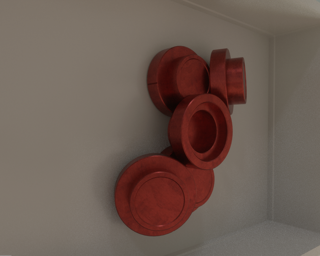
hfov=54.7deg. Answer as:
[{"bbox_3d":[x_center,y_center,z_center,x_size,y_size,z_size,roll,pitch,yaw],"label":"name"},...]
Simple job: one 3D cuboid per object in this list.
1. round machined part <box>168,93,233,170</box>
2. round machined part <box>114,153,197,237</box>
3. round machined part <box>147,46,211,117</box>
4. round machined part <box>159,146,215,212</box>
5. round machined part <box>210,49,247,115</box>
[{"bbox_3d":[0.049,0.005,0.408,0.099,0.042,0.097,0,90,-40],"label":"round machined part"},{"bbox_3d":[-0.004,0.081,0.365,0.099,0.042,0.097,-1,94,-11],"label":"round machined part"},{"bbox_3d":[0.034,-0.063,0.423,0.099,0.042,0.097,0,90,-40],"label":"round machined part"},{"bbox_3d":[0.038,0.072,0.427,0.099,0.042,0.097,0,90,-40],"label":"round machined part"},{"bbox_3d":[0.103,-0.068,0.455,0.098,0.042,0.097,-3,90,-71],"label":"round machined part"}]
